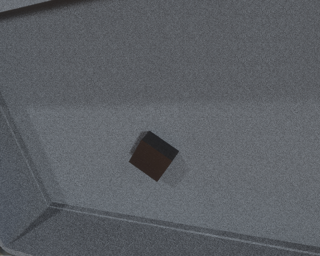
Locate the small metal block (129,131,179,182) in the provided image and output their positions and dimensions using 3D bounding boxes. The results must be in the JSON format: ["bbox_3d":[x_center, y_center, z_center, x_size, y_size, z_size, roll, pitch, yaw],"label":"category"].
[{"bbox_3d":[-0.009,0.040,0.437,0.050,0.025,0.050,35,129,4],"label":"small metal block"}]
